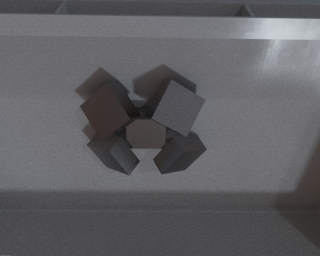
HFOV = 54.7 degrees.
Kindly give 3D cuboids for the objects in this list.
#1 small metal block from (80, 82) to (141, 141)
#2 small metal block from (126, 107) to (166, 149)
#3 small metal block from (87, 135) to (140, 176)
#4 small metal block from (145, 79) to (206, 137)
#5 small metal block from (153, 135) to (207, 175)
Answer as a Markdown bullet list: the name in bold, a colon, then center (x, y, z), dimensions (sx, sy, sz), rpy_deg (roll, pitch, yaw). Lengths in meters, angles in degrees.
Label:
- **small metal block**: center (-0.060, -0.020, 0.372), dimensions (0.050, 0.025, 0.050), rpy_deg (-35, 85, 26)
- **small metal block**: center (-0.018, 0.000, 0.406), dimensions (0.050, 0.025, 0.050), rpy_deg (1, 130, -1)
- **small metal block**: center (-0.063, 0.034, 0.419), dimensions (0.050, 0.025, 0.050), rpy_deg (10, 144, 43)
- **small metal block**: center (0.018, -0.024, 0.370), dimensions (0.050, 0.025, 0.050), rpy_deg (28, 87, -22)
- **small metal block**: center (0.027, 0.036, 0.423), dimensions (0.050, 0.025, 0.050), rpy_deg (-1, 141, -47)
